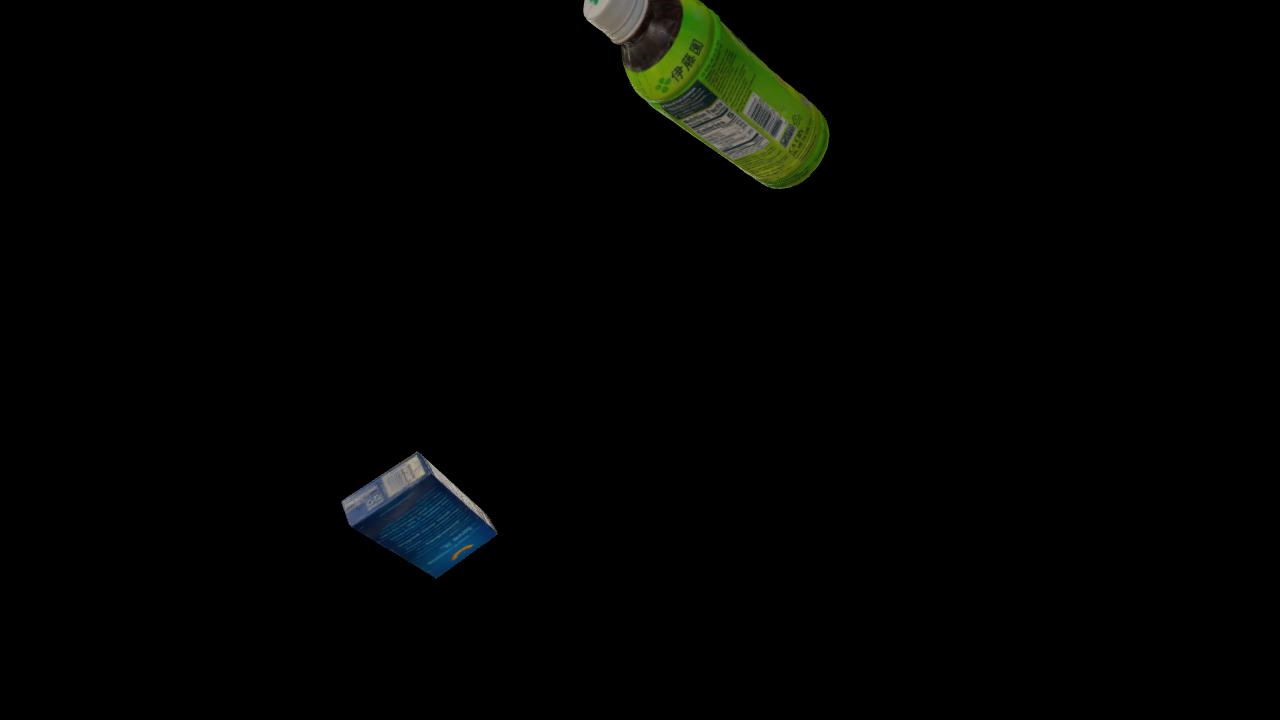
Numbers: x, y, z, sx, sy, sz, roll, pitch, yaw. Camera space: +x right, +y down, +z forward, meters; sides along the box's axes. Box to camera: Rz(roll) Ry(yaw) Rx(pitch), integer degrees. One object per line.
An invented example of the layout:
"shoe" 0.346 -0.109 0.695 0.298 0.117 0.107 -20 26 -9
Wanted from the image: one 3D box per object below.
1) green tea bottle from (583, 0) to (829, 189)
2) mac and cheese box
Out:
"green tea bottle" 0.051 -0.188 0.422 0.073 0.073 0.212 0 -11 44
"mac and cheese box" -0.241 0.181 0.698 0.093 0.041 0.184 -36 -35 -13
